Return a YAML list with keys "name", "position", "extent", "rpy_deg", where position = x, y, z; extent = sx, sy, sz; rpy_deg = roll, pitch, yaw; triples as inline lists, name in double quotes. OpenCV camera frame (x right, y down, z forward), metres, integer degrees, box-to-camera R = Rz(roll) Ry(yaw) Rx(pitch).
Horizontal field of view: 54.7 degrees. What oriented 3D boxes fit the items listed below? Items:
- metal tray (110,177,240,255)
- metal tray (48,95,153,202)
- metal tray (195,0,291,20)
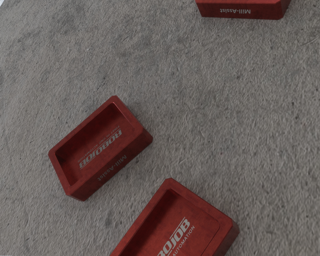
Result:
- name: "metal tray"
  position: [0.008, 0.128, 0.317]
  extent: [0.090, 0.030, 0.130]
  rpy_deg: [30, 78, 37]
- name: "metal tray"
  position: [-0.085, 0.026, 0.429]
  extent: [0.130, 0.030, 0.090]
  rpy_deg: [-41, 51, 0]
- name: "metal tray"
  position: [0.129, -0.207, 0.460]
  extent: [0.130, 0.030, 0.090]
  rpy_deg: [17, 70, 34]
